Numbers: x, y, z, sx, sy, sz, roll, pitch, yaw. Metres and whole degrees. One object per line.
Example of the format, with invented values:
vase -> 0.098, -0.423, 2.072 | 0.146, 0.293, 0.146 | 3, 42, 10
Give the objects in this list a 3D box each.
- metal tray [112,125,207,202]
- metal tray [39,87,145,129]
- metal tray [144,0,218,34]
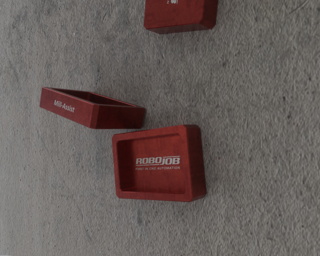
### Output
metal tray -> -0.006, 0.047, 0.406 | 0.130, 0.030, 0.089 | -8, 85, 39
metal tray -> -0.098, -0.029, 0.443 | 0.130, 0.091, 0.030 | 19, 102, 38
metal tray -> 0.027, -0.186, 0.379 | 0.090, 0.030, 0.129 | 8, 95, 39
